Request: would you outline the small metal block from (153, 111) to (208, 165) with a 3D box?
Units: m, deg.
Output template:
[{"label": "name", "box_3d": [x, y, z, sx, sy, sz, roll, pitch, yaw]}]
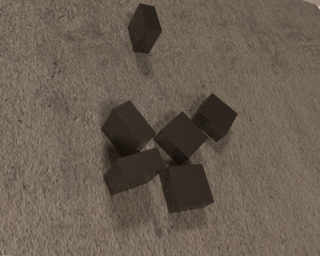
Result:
[{"label": "small metal block", "box_3d": [0.028, 0.014, 0.412, 0.050, 0.025, 0.050, 46, 51, 3]}]

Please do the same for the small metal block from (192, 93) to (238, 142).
[{"label": "small metal block", "box_3d": [0.081, -0.016, 0.459, 0.050, 0.025, 0.050, 39, 51, -2]}]

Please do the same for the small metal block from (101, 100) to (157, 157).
[{"label": "small metal block", "box_3d": [-0.038, 0.004, 0.366, 0.025, 0.050, 0.050, -33, 80, -38]}]

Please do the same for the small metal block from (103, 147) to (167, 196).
[{"label": "small metal block", "box_3d": [-0.029, 0.049, 0.344, 0.050, 0.050, 0.025, -14, 70, -34]}]

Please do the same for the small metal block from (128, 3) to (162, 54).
[{"label": "small metal block", "box_3d": [-0.024, -0.149, 0.467, 0.025, 0.050, 0.050, 0, 62, -28]}]

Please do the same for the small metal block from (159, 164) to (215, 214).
[{"label": "small metal block", "box_3d": [0.032, 0.073, 0.378, 0.050, 0.025, 0.050, -1, 62, -29]}]
